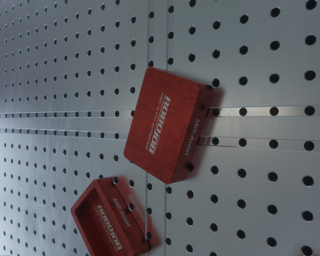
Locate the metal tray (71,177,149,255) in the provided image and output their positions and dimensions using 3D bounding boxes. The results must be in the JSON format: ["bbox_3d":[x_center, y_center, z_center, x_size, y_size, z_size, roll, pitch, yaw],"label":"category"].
[{"bbox_3d":[-0.081,0.153,0.474,0.090,0.030,0.130,-50,61,28],"label":"metal tray"}]

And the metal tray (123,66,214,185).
[{"bbox_3d":[0.007,-0.005,0.402,0.090,0.030,0.129,27,107,37],"label":"metal tray"}]
